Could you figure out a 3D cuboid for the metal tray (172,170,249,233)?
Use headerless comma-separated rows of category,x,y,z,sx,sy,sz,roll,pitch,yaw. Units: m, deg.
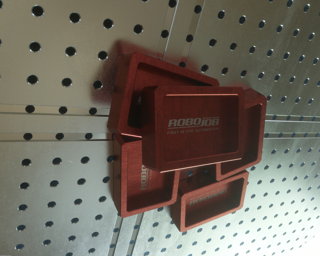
metal tray,0.085,0.118,0.529,0.131,0.030,0.089,-15,125,-21

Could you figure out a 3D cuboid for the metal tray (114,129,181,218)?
metal tray,-0.017,0.060,0.437,0.091,0.030,0.129,-10,123,-24

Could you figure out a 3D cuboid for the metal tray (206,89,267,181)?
metal tray,0.116,0.013,0.481,0.091,0.030,0.129,-20,126,-17

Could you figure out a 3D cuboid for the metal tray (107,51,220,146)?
metal tray,0.009,-0.029,0.373,0.131,0.030,0.089,11,88,-34

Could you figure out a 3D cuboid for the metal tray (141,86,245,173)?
metal tray,0.042,-0.003,0.361,0.131,0.030,0.089,-4,96,-33
